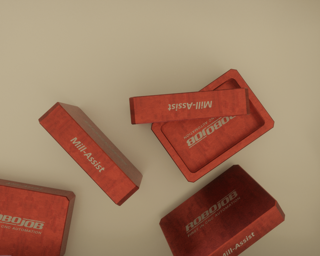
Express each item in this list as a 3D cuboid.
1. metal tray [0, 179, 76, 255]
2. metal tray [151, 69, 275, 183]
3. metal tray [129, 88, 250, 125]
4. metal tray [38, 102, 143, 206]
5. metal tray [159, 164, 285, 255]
[{"bbox_3d":[-0.186,0.120,0.407,0.131,0.030,0.089,10,90,-1],"label":"metal tray"},{"bbox_3d":[0.066,-0.003,0.399,0.130,0.030,0.090,-35,88,0],"label":"metal tray"},{"bbox_3d":[0.033,-0.025,0.379,0.131,0.090,0.030,-5,91,0],"label":"metal tray"},{"bbox_3d":[-0.078,0.028,0.377,0.030,0.090,0.130,-43,91,0],"label":"metal tray"},{"bbox_3d":[0.070,0.112,0.378,0.130,0.090,0.030,-37,120,-1],"label":"metal tray"}]
